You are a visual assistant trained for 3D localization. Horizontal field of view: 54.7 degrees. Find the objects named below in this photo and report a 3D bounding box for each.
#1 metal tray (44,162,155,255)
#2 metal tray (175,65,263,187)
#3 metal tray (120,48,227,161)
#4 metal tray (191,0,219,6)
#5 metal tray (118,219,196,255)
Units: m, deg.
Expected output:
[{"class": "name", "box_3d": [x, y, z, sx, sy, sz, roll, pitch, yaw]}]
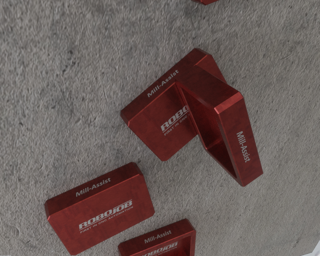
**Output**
[{"class": "metal tray", "box_3d": [-0.079, 0.112, 0.430, 0.131, 0.030, 0.090, -24, 127, -14]}, {"class": "metal tray", "box_3d": [0.070, -0.001, 0.362, 0.030, 0.090, 0.130, -33, 129, -7]}, {"class": "metal tray", "box_3d": [0.026, -0.027, 0.401, 0.130, 0.030, 0.090, -41, 130, -1]}, {"class": "metal tray", "box_3d": [0.064, -0.204, 0.311, 0.091, 0.030, 0.129, -26, 128, -13]}, {"class": "metal tray", "box_3d": [-0.003, 0.218, 0.536, 0.131, 0.030, 0.089, -14, 125, -21]}]
